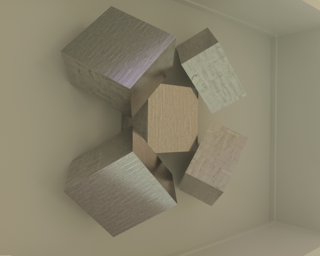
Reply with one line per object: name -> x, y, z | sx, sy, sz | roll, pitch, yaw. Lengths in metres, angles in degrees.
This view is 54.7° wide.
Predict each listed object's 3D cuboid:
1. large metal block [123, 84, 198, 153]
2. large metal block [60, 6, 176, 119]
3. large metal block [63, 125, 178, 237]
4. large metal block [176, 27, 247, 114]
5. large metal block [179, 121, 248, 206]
large metal block -> 0.001, -0.011, 0.388 | 0.081, 0.050, 0.080 | 1, 90, -40
large metal block -> -0.040, -0.070, 0.324 | 0.080, 0.080, 0.050 | -53, 165, -27
large metal block -> -0.039, 0.057, 0.329 | 0.080, 0.050, 0.080 | -30, 118, 12
large metal block -> 0.067, -0.079, 0.417 | 0.080, 0.050, 0.080 | 54, 16, -26
large metal block -> 0.070, 0.050, 0.419 | 0.080, 0.050, 0.080 | -59, 169, -24
